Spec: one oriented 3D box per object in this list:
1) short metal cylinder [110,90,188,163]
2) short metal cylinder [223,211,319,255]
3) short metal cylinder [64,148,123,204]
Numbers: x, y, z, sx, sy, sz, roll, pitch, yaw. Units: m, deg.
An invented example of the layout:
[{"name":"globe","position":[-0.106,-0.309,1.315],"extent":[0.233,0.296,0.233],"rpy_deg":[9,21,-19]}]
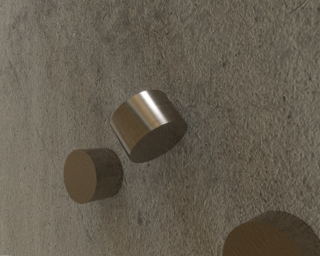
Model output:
[{"name":"short metal cylinder","position":[-0.013,-0.001,0.380],"extent":[0.080,0.081,0.050],"rpy_deg":[-49,61,29]},{"name":"short metal cylinder","position":[0.109,0.125,0.299],"extent":[0.080,0.050,0.080],"rpy_deg":[0,90,40]},{"name":"short metal cylinder","position":[-0.103,0.071,0.474],"extent":[0.080,0.050,0.080],"rpy_deg":[0,90,40]}]
